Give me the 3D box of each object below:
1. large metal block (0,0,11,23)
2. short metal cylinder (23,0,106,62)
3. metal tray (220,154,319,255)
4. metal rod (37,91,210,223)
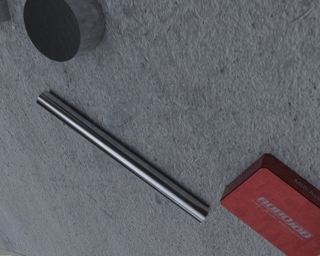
[{"bbox_3d":[-0.250,-0.174,0.395,0.050,0.080,0.079,16,125,19],"label":"large metal block"},{"bbox_3d":[-0.114,-0.126,0.373,0.080,0.050,0.079,13,124,21],"label":"short metal cylinder"},{"bbox_3d":[0.154,0.102,0.386,0.130,0.030,0.089,38,129,2],"label":"metal tray"},{"bbox_3d":[-0.057,0.040,0.461,0.301,0.025,0.025,36,129,4],"label":"metal rod"}]
